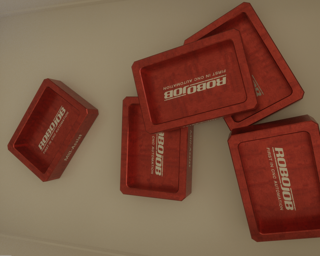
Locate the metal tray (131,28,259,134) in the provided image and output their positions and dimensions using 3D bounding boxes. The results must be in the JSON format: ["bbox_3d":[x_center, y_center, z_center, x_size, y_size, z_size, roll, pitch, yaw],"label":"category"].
[{"bbox_3d":[0.039,-0.050,0.361,0.130,0.030,0.090,-14,85,19],"label":"metal tray"}]

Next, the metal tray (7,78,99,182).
[{"bbox_3d":[-0.162,0.003,0.464,0.090,0.030,0.129,37,102,16],"label":"metal tray"}]

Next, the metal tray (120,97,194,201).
[{"bbox_3d":[-0.004,0.024,0.409,0.090,0.030,0.129,2,91,20],"label":"metal tray"}]

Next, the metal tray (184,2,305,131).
[{"bbox_3d":[0.098,-0.070,0.373,0.090,0.030,0.130,-30,80,17],"label":"metal tray"}]

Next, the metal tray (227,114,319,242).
[{"bbox_3d":[0.135,0.058,0.343,0.090,0.030,0.129,-12,100,19],"label":"metal tray"}]
